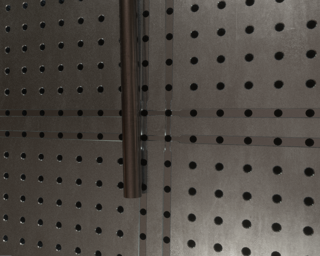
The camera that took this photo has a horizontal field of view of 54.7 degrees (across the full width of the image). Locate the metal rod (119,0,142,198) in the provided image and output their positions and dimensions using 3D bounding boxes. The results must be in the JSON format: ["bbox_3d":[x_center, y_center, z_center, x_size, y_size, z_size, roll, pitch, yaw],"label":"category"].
[{"bbox_3d":[-0.041,-0.055,0.425,0.025,0.025,0.298,-2,89,19],"label":"metal rod"}]
